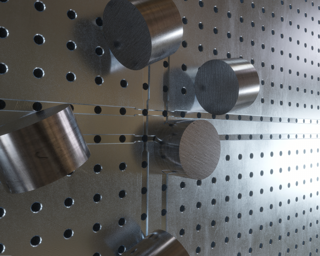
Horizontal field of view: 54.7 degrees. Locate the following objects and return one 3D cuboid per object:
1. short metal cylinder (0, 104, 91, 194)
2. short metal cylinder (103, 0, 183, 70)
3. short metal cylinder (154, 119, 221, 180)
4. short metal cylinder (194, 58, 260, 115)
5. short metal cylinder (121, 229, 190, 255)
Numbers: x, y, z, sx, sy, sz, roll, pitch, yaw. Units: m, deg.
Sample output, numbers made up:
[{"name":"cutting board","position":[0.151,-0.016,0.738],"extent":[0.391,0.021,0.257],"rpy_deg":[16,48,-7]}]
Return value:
[{"name":"short metal cylinder","position":[-0.111,0.016,0.282],"extent":[0.081,0.080,0.050],"rpy_deg":[-31,110,-36]},{"name":"short metal cylinder","position":[-0.021,-0.113,0.357],"extent":[0.050,0.080,0.080],"rpy_deg":[-34,111,-35]},{"name":"short metal cylinder","position":[0.038,0.028,0.427],"extent":[0.081,0.050,0.079],"rpy_deg":[0,90,-40]},{"name":"short metal cylinder","position":[0.098,-0.062,0.458],"extent":[0.050,0.080,0.079],"rpy_deg":[-14,100,-39]},{"name":"short metal cylinder","position":[-0.003,0.172,0.373],"extent":[0.050,0.080,0.080],"rpy_deg":[-25,106,-38]}]
